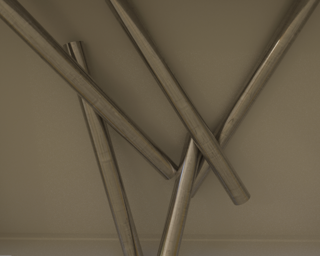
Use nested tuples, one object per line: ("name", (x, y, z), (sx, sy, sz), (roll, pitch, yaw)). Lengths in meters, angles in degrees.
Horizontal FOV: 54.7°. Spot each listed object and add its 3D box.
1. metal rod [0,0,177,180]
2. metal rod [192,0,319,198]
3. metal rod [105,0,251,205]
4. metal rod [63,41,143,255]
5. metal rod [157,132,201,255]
("metal rod", (-0.079, -0.041, 0.359), (0.025, 0.025, 0.300), (-38, 114, 13))
("metal rod", (0.107, -0.032, 0.400), (0.025, 0.025, 0.298), (26, 108, -9))
("metal rod", (0.028, -0.029, 0.382), (0.025, 0.025, 0.299), (-31, 101, 11))
("metal rod", (-0.068, 0.041, 0.395), (0.025, 0.025, 0.298), (-14, 98, 5))
("metal rod", (0.011, 0.149, 0.379), (0.025, 0.025, 0.299), (17, 75, -6))
